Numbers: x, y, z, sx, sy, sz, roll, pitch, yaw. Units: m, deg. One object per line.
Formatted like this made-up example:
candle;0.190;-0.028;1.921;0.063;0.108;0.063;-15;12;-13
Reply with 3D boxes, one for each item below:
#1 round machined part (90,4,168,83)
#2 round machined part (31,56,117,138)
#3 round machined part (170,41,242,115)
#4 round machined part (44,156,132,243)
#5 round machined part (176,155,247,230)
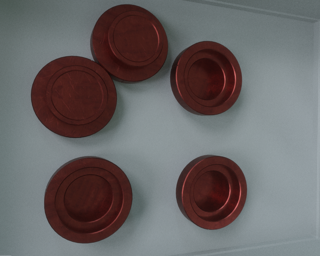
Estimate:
round machined part;-0.035;-0.107;0.389;0.099;0.042;0.097;0;90;-21
round machined part;-0.099;-0.037;0.365;0.099;0.042;0.097;0;90;-21
round machined part;0.059;-0.065;0.424;0.099;0.042;0.097;0;90;-21
round machined part;-0.086;0.082;0.370;0.099;0.042;0.097;0;90;-21
round machined part;0.067;0.086;0.428;0.099;0.042;0.097;0;90;-21
